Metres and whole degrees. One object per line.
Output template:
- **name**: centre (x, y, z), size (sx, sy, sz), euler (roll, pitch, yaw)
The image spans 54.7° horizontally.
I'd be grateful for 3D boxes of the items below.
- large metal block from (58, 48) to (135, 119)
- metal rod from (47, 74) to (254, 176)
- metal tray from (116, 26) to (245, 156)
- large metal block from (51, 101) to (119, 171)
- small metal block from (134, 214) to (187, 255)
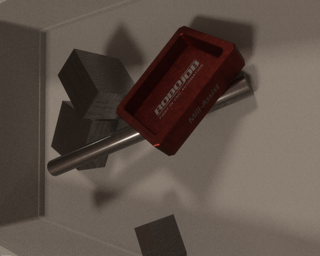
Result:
- **large metal block**: centre (-0.084, -0.059, 0.438), size (0.050, 0.081, 0.080), euler (-47, 62, 30)
- **metal rod**: centre (-0.031, 0.006, 0.392), size (0.300, 0.025, 0.025), euler (-23, 75, 25)
- **metal tray**: centre (0.019, -0.045, 0.345), size (0.130, 0.030, 0.090), euler (-52, 47, 0)
- **large metal block**: centre (-0.119, 0.010, 0.486), size (0.080, 0.050, 0.079), euler (30, 109, 35)
- **small metal block**: centre (0.001, 0.141, 0.388), size (0.025, 0.050, 0.050), euler (-31, 71, 35)
